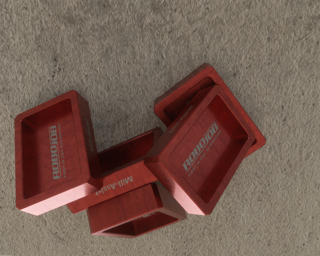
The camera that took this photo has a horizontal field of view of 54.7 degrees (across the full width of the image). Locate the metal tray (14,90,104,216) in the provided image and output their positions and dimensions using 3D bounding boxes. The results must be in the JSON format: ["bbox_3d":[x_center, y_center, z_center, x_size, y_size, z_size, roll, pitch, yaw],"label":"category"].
[{"bbox_3d":[-0.124,0.026,0.368,0.090,0.130,0.030,-23,147,7],"label":"metal tray"}]

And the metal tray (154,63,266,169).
[{"bbox_3d":[0.065,-0.007,0.406,0.090,0.030,0.130,-37,107,12],"label":"metal tray"}]

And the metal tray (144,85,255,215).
[{"bbox_3d":[0.052,0.023,0.361,0.090,0.030,0.130,50,58,-16],"label":"metal tray"}]

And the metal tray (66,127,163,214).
[{"bbox_3d":[-0.053,0.050,0.394,0.130,0.090,0.030,-23,109,8],"label":"metal tray"}]

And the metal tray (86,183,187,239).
[{"bbox_3d":[-0.024,0.113,0.406,0.090,0.130,0.030,-23,64,8],"label":"metal tray"}]
